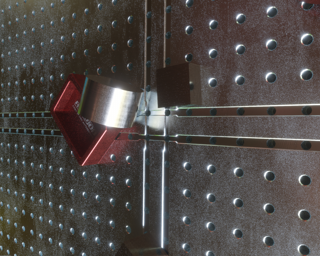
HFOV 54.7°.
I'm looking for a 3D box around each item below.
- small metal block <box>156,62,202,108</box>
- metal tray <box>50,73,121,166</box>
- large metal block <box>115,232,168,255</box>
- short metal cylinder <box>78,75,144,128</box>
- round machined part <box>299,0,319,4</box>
[{"bbox_3d":[0.023,-0.051,0.388,0.050,0.025,0.050,-4,87,39],"label":"small metal block"},{"bbox_3d":[-0.125,-0.015,0.506,0.090,0.030,0.130,-52,60,27],"label":"metal tray"},{"bbox_3d":[-0.024,0.202,0.411,0.080,0.050,0.080,43,116,31],"label":"large metal block"},{"bbox_3d":[-0.068,-0.038,0.427,0.080,0.081,0.050,27,107,36],"label":"short metal cylinder"},{"bbox_3d":[0.153,-0.158,0.272,0.098,0.042,0.097,0,90,39],"label":"round machined part"}]
